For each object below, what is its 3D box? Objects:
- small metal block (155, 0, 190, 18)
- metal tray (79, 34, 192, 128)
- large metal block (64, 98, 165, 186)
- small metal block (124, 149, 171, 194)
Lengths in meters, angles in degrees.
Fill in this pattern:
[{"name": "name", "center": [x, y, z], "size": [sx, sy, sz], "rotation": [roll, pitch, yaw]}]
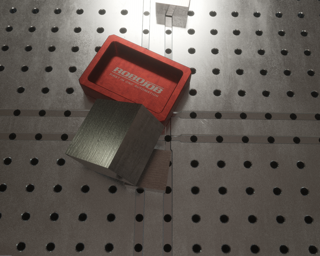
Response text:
[{"name": "small metal block", "center": [0.022, -0.205, 0.487], "size": [0.050, 0.025, 0.050], "rotation": [9, 70, 3]}, {"name": "metal tray", "center": [-0.033, -0.066, 0.432], "size": [0.130, 0.030, 0.090], "rotation": [26, 72, 8]}, {"name": "large metal block", "center": [-0.054, 0.014, 0.373], "size": [0.080, 0.050, 0.080], "rotation": [10, 66, 40]}, {"name": "small metal block", "center": [-0.014, 0.053, 0.392], "size": [0.050, 0.025, 0.050], "rotation": [8, 70, 2]}]
